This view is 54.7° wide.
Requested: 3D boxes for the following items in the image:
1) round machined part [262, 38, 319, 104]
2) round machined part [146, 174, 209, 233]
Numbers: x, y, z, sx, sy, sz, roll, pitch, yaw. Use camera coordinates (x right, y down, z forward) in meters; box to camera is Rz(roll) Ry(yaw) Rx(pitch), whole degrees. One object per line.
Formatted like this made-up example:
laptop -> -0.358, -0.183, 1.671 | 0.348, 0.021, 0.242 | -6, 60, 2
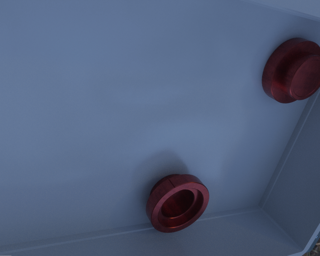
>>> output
round machined part -> 0.205, -0.080, 0.460 | 0.099, 0.042, 0.097 | -14, 124, -21
round machined part -> 0.023, 0.110, 0.478 | 0.099, 0.042, 0.097 | -14, 124, -21
